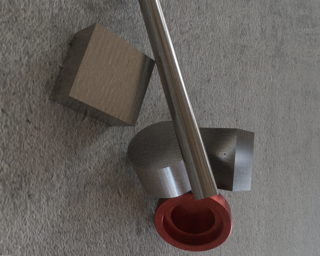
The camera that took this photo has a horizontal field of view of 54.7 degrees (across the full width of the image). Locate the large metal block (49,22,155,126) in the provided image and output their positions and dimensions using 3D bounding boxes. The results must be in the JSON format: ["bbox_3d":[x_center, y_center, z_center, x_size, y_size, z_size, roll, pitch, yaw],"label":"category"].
[{"bbox_3d":[-0.061,-0.053,0.339,0.080,0.050,0.080,27,73,-37],"label":"large metal block"}]

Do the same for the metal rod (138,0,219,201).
[{"bbox_3d":[0.009,-0.070,0.345,0.025,0.025,0.299,-2,70,-40],"label":"metal rod"}]

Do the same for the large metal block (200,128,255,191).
[{"bbox_3d":[0.082,0.042,0.436,0.050,0.080,0.080,10,83,-48],"label":"large metal block"}]

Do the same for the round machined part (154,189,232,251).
[{"bbox_3d":[0.044,0.112,0.409,0.098,0.098,0.042,63,19,-21],"label":"round machined part"}]

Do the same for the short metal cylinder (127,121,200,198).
[{"bbox_3d":[0.008,0.036,0.370,0.080,0.080,0.050,-46,135,-30],"label":"short metal cylinder"}]
